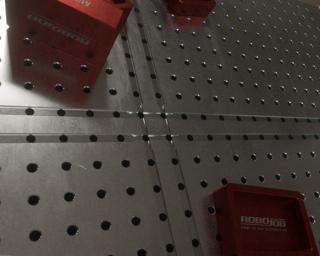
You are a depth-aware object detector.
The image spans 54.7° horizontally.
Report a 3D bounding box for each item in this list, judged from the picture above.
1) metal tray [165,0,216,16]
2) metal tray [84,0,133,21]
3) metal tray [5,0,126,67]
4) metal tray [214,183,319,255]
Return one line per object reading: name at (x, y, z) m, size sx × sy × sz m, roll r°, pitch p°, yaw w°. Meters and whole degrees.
metal tray at (0.042, -0.276, 0.597) m, size 0.091 × 0.030 × 0.130 m, roll -11°, pitch 67°, yaw -33°
metal tray at (-0.113, -0.220, 0.479) m, size 0.091 × 0.030 × 0.130 m, roll -24°, pitch 75°, yaw -37°
metal tray at (-0.118, -0.134, 0.382) m, size 0.131 × 0.090 × 0.030 m, roll 22°, pitch 64°, yaw -16°
metal tray at (0.138, 0.125, 0.405) m, size 0.131 × 0.030 × 0.090 m, roll 11°, pitch 57°, yaw -23°
